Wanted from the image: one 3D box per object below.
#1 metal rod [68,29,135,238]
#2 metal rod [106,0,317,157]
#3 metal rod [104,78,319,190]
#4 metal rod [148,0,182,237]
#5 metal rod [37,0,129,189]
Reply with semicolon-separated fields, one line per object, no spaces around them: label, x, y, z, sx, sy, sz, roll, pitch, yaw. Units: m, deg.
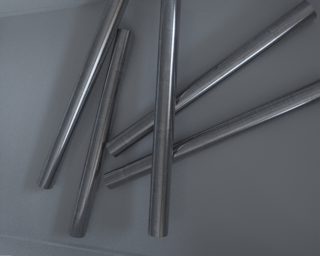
metal rod;-0.084;0.011;0.440;0.025;0.025;0.298;16;95;19
metal rod;0.051;-0.052;0.392;0.300;0.025;0.025;-35;79;16
metal rod;0.058;0.014;0.389;0.300;0.025;0.025;-25;82;18
metal rod;0.006;-0.018;0.380;0.025;0.025;0.298;4;91;20
metal rod;-0.113;-0.044;0.437;0.025;0.025;0.298;30;104;17
